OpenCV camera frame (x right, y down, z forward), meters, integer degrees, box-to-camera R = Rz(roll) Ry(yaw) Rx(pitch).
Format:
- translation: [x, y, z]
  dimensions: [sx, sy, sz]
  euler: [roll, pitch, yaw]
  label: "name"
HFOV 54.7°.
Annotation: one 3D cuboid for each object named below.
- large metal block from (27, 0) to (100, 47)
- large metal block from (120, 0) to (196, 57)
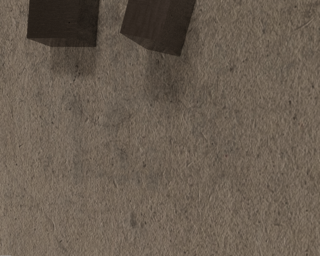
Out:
- translation: [-0.137, -0.162, 0.442]
  dimensions: [0.080, 0.050, 0.079]
  euler: [6, 92, 19]
  label: "large metal block"
- translation: [0.001, -0.140, 0.379]
  dimensions: [0.050, 0.080, 0.080]
  euler: [17, 96, 19]
  label: "large metal block"
